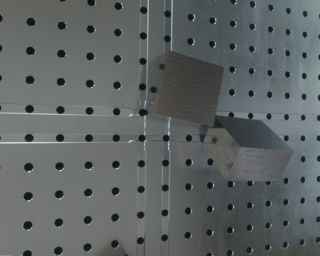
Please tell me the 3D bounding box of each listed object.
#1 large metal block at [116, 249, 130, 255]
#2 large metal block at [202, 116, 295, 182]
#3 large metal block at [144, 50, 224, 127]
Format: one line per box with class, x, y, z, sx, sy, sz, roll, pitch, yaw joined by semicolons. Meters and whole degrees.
large metal block;-0.048;0.216;0.383;0.080;0.050;0.080;-37;102;-16
large metal block;0.116;0.027;0.420;0.081;0.080;0.050;5;119;-20
large metal block;0.031;-0.049;0.412;0.081;0.050;0.080;12;86;-20
